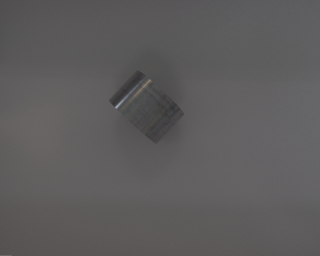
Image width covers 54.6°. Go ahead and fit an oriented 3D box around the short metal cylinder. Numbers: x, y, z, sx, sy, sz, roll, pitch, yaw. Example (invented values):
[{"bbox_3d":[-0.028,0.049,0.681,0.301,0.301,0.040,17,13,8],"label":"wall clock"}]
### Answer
[{"bbox_3d":[-0.016,-0.026,0.384,0.080,0.080,0.050,43,90,0],"label":"short metal cylinder"}]
